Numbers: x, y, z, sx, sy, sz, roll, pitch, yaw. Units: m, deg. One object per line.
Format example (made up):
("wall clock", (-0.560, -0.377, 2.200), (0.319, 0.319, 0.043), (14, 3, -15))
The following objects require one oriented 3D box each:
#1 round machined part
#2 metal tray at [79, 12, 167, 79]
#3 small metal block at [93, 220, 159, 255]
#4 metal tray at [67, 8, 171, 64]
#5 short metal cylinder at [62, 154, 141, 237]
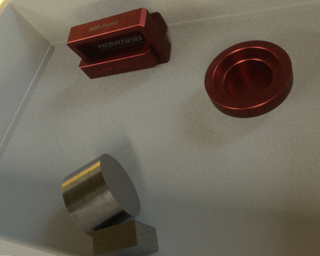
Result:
("round machined part", (0.107, -0.054, 0.371), (0.098, 0.042, 0.098), (-13, 56, 20))
("metal tray", (-0.059, -0.131, 0.497), (0.130, 0.030, 0.090), (-5, 56, 28))
("small metal block", (-0.036, 0.122, 0.332), (0.050, 0.050, 0.025), (-20, 57, 16))
("metal tray", (-0.061, -0.125, 0.469), (0.130, 0.090, 0.030), (-5, 65, 25))
("short metal cylinder", (-0.066, 0.077, 0.356), (0.050, 0.080, 0.080), (-31, 52, 8))
